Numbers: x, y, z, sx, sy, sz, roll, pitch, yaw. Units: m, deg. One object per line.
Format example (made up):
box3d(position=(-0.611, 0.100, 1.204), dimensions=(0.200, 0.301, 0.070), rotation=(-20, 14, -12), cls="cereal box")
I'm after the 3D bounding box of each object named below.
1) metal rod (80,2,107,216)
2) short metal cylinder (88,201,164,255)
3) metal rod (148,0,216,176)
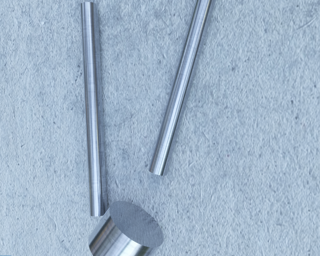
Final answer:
box3d(position=(-0.094, -0.027, 0.442), dimensions=(0.025, 0.025, 0.298), rotation=(-3, 89, 20), cls="metal rod")
box3d(position=(-0.043, 0.139, 0.395), dimensions=(0.080, 0.080, 0.050), rotation=(38, 102, 16), cls="short metal cylinder")
box3d(position=(0.036, -0.084, 0.396), dimensions=(0.025, 0.025, 0.298), rotation=(17, 96, 19), cls="metal rod")
